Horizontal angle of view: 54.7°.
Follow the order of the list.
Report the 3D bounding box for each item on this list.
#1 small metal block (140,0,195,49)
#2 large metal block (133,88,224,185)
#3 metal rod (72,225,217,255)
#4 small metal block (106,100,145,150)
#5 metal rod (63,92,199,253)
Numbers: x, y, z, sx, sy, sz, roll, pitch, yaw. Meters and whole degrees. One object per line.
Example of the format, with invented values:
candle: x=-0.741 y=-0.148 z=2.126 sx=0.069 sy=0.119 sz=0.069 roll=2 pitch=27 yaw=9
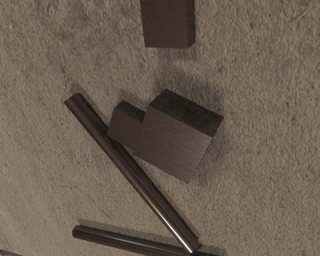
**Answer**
small metal block: x=0.009 y=-0.114 z=0.331 sx=0.050 sy=0.025 sz=0.050 roll=8 pitch=122 yaw=23
large metal block: x=0.021 y=0.010 z=0.385 sx=0.080 sy=0.050 sz=0.079 roll=28 pitch=128 yaw=10
metal rod: x=-0.033 y=0.212 z=0.553 sx=0.301 sy=0.025 sz=0.025 roll=2 pitch=120 yaw=26
small metal block: x=-0.041 y=-0.002 z=0.426 sx=0.050 sy=0.025 sz=0.050 roll=29 pitch=128 yaw=9
metal rod: x=-0.038 y=0.073 z=0.470 sx=0.025 sy=0.025 sz=0.300 roll=-30 pitch=102 yaw=37
